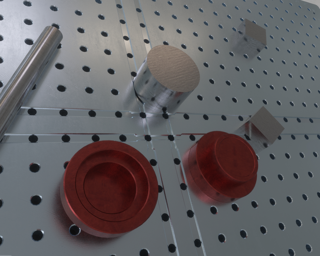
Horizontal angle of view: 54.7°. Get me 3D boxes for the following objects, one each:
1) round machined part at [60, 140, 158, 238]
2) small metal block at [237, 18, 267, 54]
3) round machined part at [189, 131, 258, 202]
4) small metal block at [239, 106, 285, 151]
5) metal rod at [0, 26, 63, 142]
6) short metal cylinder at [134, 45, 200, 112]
[{"bbox_3d":[-0.055,0.065,0.328,0.099,0.042,0.098,14,56,-21],"label":"round machined part"},{"bbox_3d":[0.184,-0.184,0.619,0.050,0.025,0.050,22,54,-15],"label":"small metal block"},{"bbox_3d":[0.092,0.046,0.418,0.099,0.042,0.098,13,56,-21],"label":"round machined part"},{"bbox_3d":[0.164,0.000,0.496,0.050,0.025,0.050,48,51,5],"label":"small metal block"},{"bbox_3d":[-0.169,-0.006,0.320,0.025,0.025,0.300,24,53,-14],"label":"metal rod"},{"bbox_3d":[0.009,-0.070,0.440,0.081,0.050,0.080,14,56,-21],"label":"short metal cylinder"}]
